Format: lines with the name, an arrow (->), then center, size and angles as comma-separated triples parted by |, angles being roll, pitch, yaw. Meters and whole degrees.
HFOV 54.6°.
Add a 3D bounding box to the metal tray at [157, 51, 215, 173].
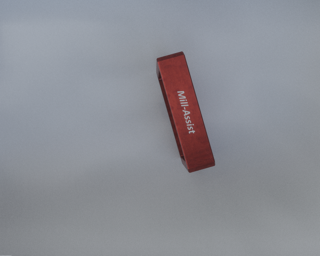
metal tray -> 0.028, -0.017, 0.376 | 0.030, 0.090, 0.129 | -16, 90, -1
